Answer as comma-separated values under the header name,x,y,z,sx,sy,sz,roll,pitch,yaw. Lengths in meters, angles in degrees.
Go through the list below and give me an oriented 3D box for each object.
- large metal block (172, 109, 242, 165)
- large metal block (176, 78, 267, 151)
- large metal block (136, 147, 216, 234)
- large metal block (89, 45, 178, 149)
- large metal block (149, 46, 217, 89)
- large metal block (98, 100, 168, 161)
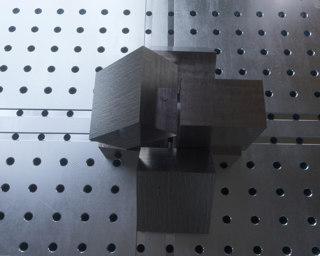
name,x,y,z,sx,sy,sz,roll,pitch,yaw
large metal block,0.057,0.001,0.398,0.080,0.050,0.080,3,70,1
large metal block,0.060,-0.011,0.334,0.080,0.080,0.050,2,70,0
large metal block,0.016,0.070,0.351,0.080,0.050,0.079,2,115,1
large metal block,-0.028,-0.028,0.331,0.080,0.050,0.080,-17,63,42
large metal block,0.026,-0.078,0.403,0.080,0.080,0.050,2,108,1
large metal block,-0.028,-0.002,0.400,0.080,0.050,0.080,7,70,2
